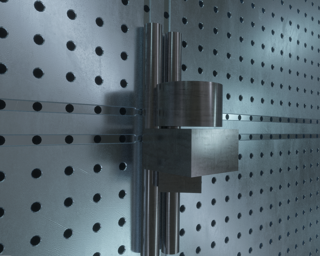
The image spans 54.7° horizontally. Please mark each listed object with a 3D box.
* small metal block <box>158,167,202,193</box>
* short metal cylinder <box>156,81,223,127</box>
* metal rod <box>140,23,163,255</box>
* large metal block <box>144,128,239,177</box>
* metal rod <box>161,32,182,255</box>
[{"bbox_3d":[0.026,0.063,0.387,0.050,0.050,0.025,3,87,-85],"label":"small metal block"},{"bbox_3d":[0.036,-0.027,0.377,0.081,0.080,0.050,1,90,-40],"label":"short metal cylinder"},{"bbox_3d":[-0.011,0.016,0.403,0.025,0.025,0.298,1,89,-40],"label":"metal rod"},{"bbox_3d":[0.037,0.026,0.374,0.081,0.080,0.050,0,90,-40],"label":"large metal block"},{"bbox_3d":[0.016,0.020,0.426,0.025,0.025,0.298,1,89,-40],"label":"metal rod"}]
